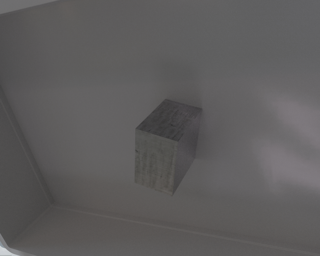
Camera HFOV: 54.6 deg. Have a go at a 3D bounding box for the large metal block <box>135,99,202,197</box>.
[{"bbox_3d":[0.011,0.022,0.381,0.050,0.080,0.079,17,125,19],"label":"large metal block"}]
